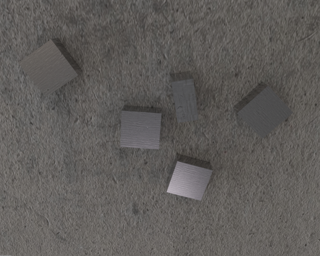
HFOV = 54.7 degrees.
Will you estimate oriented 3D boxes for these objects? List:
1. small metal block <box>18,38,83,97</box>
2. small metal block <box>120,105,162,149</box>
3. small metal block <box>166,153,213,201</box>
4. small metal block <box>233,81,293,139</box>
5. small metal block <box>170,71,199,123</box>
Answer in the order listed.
[{"bbox_3d":[-0.133,-0.075,0.381,0.050,0.025,0.050,-31,107,11],"label":"small metal block"},{"bbox_3d":[-0.025,-0.001,0.409,0.050,0.025,0.050,4,110,-2],"label":"small metal block"},{"bbox_3d":[0.040,0.069,0.435,0.050,0.025,0.050,15,109,-6],"label":"small metal block"},{"bbox_3d":[0.133,-0.023,0.402,0.050,0.025,0.050,42,105,-14],"label":"small metal block"},{"bbox_3d":[0.029,-0.040,0.382,0.025,0.050,0.050,-9,110,3],"label":"small metal block"}]
